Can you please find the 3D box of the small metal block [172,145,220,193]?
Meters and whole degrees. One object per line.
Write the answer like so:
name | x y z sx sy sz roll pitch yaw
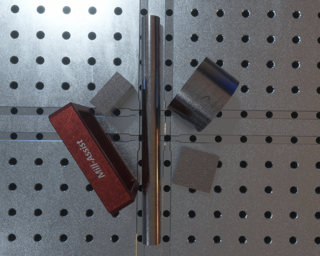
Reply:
small metal block | 0.047 0.054 0.415 0.050 0.025 0.050 15 90 -1

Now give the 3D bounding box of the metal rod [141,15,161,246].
metal rod | -0.012 0.003 0.413 0.025 0.025 0.298 0 90 -1

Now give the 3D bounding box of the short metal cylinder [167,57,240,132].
short metal cylinder | 0.053 -0.041 0.386 0.050 0.080 0.080 38 90 -1

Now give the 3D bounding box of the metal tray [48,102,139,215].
metal tray | -0.075 0.033 0.379 0.030 0.090 0.130 -33 90 0

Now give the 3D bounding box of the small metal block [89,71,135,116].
small metal block | -0.059 -0.042 0.399 0.025 0.050 0.050 41 90 -1
